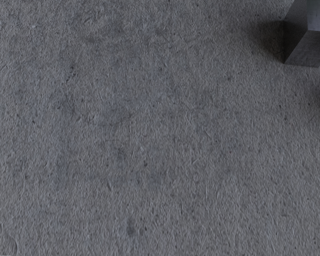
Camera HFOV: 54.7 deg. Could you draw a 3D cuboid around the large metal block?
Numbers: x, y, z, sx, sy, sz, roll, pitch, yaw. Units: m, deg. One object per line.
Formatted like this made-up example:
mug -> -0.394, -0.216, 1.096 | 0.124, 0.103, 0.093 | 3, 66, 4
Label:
large metal block -> 0.212, -0.142, 0.432 | 0.050, 0.080, 0.080 | 7, 70, 2
